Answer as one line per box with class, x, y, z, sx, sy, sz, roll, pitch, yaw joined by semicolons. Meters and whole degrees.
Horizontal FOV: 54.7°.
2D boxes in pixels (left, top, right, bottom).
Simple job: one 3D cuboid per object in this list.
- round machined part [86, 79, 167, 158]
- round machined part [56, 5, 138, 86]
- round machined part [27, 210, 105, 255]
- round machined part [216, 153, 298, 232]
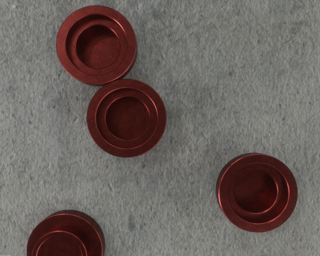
round machined part;-0.041;-0.012;0.401;0.099;0.042;0.097;0;90;-1
round machined part;-0.078;-0.102;0.400;0.099;0.042;0.097;0;90;-1
round machined part;-0.123;0.160;0.400;0.099;0.042;0.097;0;90;-1
round machined part;0.121;0.081;0.403;0.099;0.042;0.097;0;90;-1
